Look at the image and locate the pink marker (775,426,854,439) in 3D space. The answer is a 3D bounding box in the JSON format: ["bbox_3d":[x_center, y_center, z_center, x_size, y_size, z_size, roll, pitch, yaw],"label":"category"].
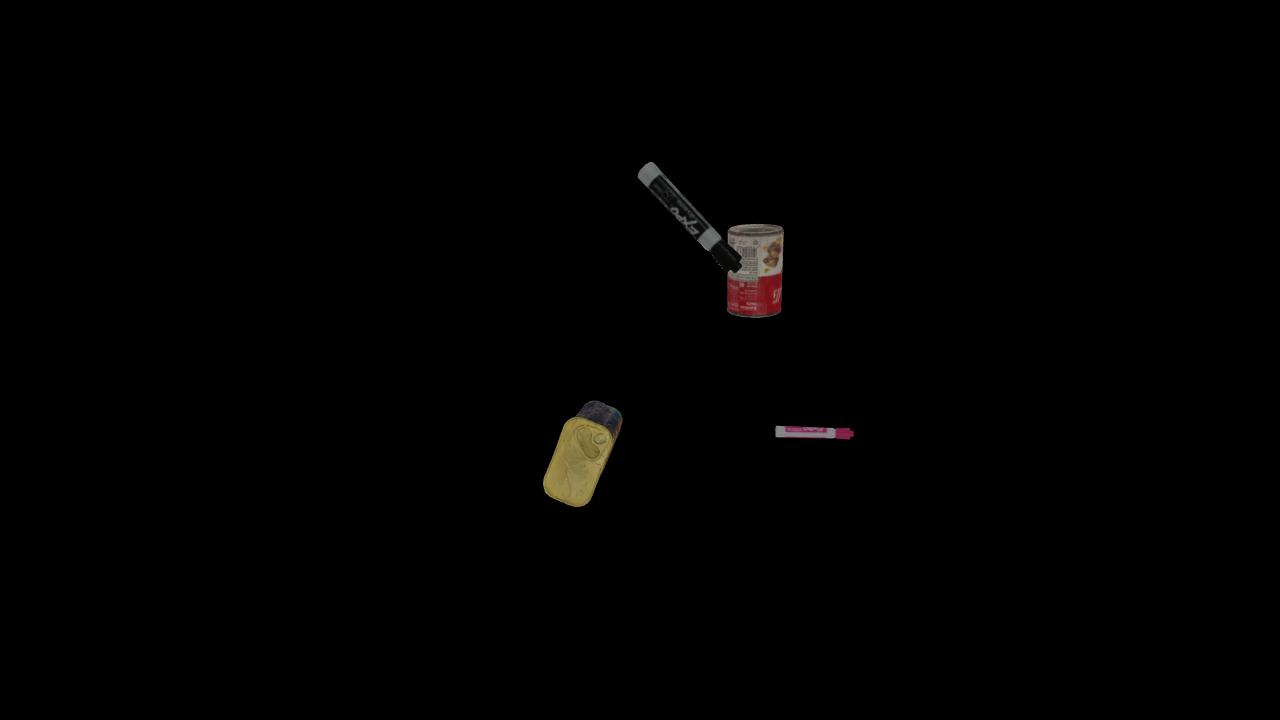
[{"bbox_3d":[0.279,0.117,0.986,0.121,0.020,0.020,1,0,9],"label":"pink marker"}]

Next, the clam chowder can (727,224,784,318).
[{"bbox_3d":[0.139,-0.110,0.749,0.068,0.102,0.068,-3,21,1],"label":"clam chowder can"}]

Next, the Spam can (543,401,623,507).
[{"bbox_3d":[-0.063,0.104,0.710,0.058,0.101,0.085,23,12,2],"label":"Spam can"}]

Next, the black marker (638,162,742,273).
[{"bbox_3d":[0.044,-0.121,0.527,0.020,0.121,0.020,-40,-9,-7],"label":"black marker"}]
